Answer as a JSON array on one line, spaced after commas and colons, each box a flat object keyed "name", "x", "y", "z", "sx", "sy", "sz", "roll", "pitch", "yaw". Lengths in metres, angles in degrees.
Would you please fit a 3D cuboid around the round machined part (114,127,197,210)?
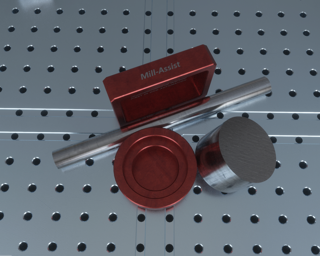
[{"name": "round machined part", "x": -0.005, "y": 0.051, "z": 0.384, "sx": 0.099, "sy": 0.042, "sz": 0.098, "roll": 0, "pitch": 70, "yaw": 0}]

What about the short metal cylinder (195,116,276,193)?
[{"name": "short metal cylinder", "x": 0.090, "y": 0.033, "z": 0.371, "sx": 0.081, "sy": 0.050, "sz": 0.080, "roll": 11, "pitch": 62, "yaw": -22}]

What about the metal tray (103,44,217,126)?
[{"name": "metal tray", "x": 0.001, "y": -0.051, "z": 0.395, "sx": 0.131, "sy": 0.090, "sz": 0.030, "roll": -20, "pitch": 72, "yaw": -7}]

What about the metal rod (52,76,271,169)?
[{"name": "metal rod", "x": 0.008, "y": -0.010, "z": 0.415, "sx": 0.302, "sy": 0.025, "sz": 0.025, "roll": -20, "pitch": 71, "yaw": -7}]
